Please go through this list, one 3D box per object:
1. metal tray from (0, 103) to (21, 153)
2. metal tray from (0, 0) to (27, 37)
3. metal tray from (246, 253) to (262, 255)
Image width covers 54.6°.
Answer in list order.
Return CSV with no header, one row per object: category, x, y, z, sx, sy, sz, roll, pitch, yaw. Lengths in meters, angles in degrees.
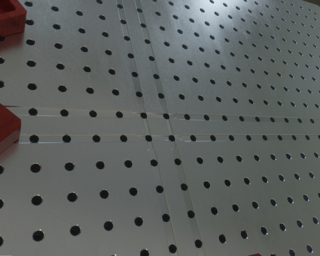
metal tray,-0.216,-0.012,0.296,0.130,0.030,0.090,39,51,-2
metal tray,-0.239,-0.164,0.375,0.130,0.030,0.091,50,51,7
metal tray,0.112,0.217,0.332,0.090,0.030,0.130,37,51,-4
